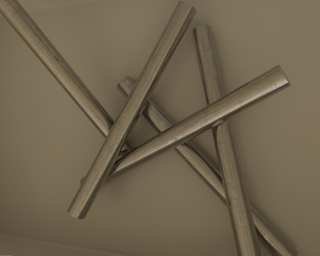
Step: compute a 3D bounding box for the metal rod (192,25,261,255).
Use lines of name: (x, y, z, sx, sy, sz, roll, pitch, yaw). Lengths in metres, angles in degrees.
metal rod: (0.078, 0.021, 0.364, 0.025, 0.025, 0.298, -14, 79, 19)

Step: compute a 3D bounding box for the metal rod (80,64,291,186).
metal rod: (0.010, 0.014, 0.377, 0.299, 0.025, 0.025, -30, 80, 28)

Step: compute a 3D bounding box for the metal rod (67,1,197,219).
metal rod: (-0.037, -0.019, 0.393, 0.025, 0.025, 0.299, 30, 94, 17)

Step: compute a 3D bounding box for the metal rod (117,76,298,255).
metal rod: (0.050, 0.044, 0.392, 0.025, 0.025, 0.300, -46, 76, 14)

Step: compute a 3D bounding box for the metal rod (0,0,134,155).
metal rod: (-0.134, -0.084, 0.389, 0.025, 0.025, 0.300, -33, 106, 17)
